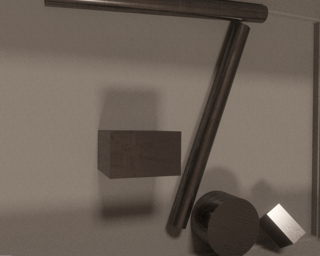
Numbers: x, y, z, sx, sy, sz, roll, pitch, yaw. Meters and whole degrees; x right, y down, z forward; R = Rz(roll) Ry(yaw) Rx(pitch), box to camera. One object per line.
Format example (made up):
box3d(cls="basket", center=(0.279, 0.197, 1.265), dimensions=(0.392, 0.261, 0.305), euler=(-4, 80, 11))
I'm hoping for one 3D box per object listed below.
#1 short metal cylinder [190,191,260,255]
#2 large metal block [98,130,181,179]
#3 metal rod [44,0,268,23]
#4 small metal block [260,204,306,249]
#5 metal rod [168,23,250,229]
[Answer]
box3d(cls="short metal cylinder", center=(0.090, 0.132, 0.432), dimensions=(0.081, 0.050, 0.079), euler=(0, 90, -21))
box3d(cls="large metal block", center=(-0.028, 0.028, 0.372), dimensions=(0.081, 0.080, 0.050), euler=(1, 90, -20))
box3d(cls="metal rod", center=(0.008, -0.161, 0.409), dimensions=(0.303, 0.025, 0.025), euler=(-3, 91, -19))
box3d(cls="small metal block", center=(0.176, 0.145, 0.454), dimensions=(0.025, 0.050, 0.050), euler=(-33, 67, -17))
box3d(cls="metal rod", center=(0.072, -0.008, 0.438), dimensions=(0.025, 0.025, 0.299), euler=(22, 83, -19))
